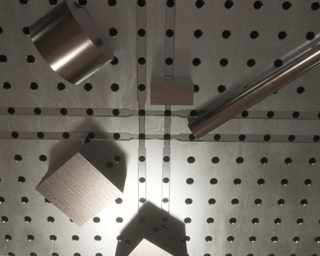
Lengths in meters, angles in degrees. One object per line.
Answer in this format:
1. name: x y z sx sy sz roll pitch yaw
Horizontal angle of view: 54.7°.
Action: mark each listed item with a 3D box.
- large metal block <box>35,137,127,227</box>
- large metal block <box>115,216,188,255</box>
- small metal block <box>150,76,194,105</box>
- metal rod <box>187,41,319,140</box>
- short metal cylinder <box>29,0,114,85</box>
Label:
1. large metal block: -0.105 0.074 0.426 0.080 0.050 0.080 -39 106 13
2. large metal block: -0.014 0.197 0.473 0.080 0.050 0.080 35 106 -13
3. small metal block: 0.014 -0.047 0.383 0.050 0.050 0.025 1 110 -1
4. metal rod: 0.168 -0.074 0.388 0.300 0.025 0.025 -32 107 10
5. short metal cylinder: -0.096 -0.096 0.347 0.050 0.080 0.080 -33 107 11
